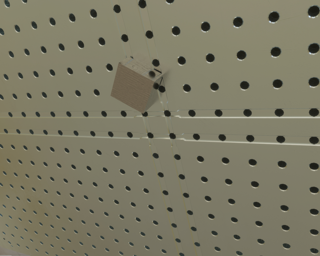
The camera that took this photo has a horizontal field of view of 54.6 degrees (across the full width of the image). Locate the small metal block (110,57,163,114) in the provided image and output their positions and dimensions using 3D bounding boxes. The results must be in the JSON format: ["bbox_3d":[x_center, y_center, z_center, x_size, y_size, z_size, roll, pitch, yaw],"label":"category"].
[{"bbox_3d":[-0.030,-0.054,0.394,0.050,0.025,0.050,29,128,9],"label":"small metal block"}]
